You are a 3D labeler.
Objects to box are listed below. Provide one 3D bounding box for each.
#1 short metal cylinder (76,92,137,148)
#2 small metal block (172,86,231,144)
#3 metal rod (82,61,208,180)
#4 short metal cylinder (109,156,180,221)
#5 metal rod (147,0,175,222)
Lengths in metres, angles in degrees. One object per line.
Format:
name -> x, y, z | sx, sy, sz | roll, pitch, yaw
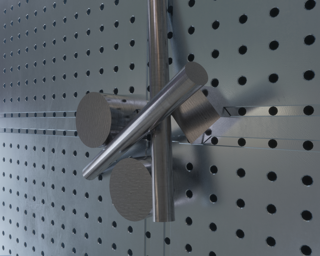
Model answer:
short metal cylinder -> -0.080, -0.012, 0.459 | 0.080, 0.050, 0.079 | 0, 90, 40
small metal block -> 0.047, -0.016, 0.370 | 0.050, 0.025, 0.050 | -46, 63, 30
metal rod -> -0.041, 0.012, 0.390 | 0.299, 0.025, 0.025 | -40, 65, 50
short metal cylinder -> -0.021, 0.078, 0.410 | 0.080, 0.050, 0.079 | 0, 90, 40
metal rod -> 0.000, -0.040, 0.382 | 0.025, 0.025, 0.299 | -12, 74, 39
